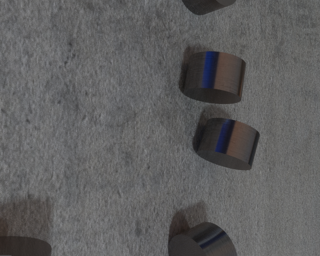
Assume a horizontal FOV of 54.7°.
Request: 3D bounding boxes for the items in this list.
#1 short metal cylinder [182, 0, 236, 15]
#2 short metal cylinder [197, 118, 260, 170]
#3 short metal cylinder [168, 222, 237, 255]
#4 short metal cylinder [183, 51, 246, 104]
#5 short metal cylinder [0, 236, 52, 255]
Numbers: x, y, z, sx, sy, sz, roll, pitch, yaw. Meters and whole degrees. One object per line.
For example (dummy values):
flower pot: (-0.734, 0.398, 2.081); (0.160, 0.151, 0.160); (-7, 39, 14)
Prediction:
short metal cylinder: (0.071, -0.212, 0.450); (0.081, 0.050, 0.079); (0, 90, -40)
short metal cylinder: (0.100, 0.025, 0.456); (0.080, 0.080, 0.050); (31, 71, -36)
short metal cylinder: (0.057, 0.175, 0.420); (0.050, 0.080, 0.079); (-10, 97, -40)
short metal cylinder: (0.077, -0.068, 0.435); (0.081, 0.080, 0.050); (16, 80, -39)
short metal cylinder: (-0.135, 0.127, 0.257); (0.081, 0.080, 0.050); (7, 86, -40)
